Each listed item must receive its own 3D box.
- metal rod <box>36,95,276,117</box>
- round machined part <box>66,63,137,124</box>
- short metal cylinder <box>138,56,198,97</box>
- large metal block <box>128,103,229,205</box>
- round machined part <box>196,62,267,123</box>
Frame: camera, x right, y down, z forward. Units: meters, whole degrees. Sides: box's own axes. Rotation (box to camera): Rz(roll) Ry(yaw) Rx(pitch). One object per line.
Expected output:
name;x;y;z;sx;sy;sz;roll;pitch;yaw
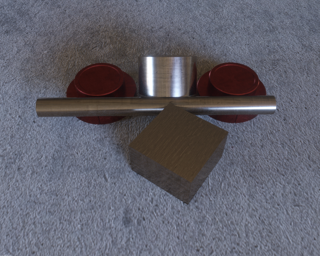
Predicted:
metal rod;-0.004;-0.028;0.401;0.302;0.025;0.025;-1;50;-1
round machined part;-0.083;-0.055;0.438;0.099;0.042;0.098;0;50;0
short metal cylinder;0.011;-0.073;0.426;0.080;0.050;0.080;0;15;0
large metal block;0.022;0.028;0.363;0.080;0.050;0.080;28;56;22
round machined part;0.102;-0.056;0.442;0.099;0.042;0.098;0;50;0
